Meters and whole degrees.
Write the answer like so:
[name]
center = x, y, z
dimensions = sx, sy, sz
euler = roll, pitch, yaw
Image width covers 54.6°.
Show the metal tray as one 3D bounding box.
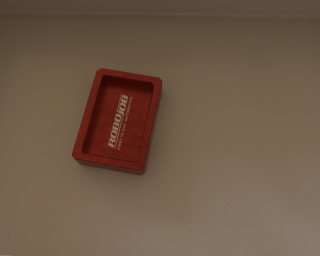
[metal tray]
center = -0.052, -0.010, 0.410
dimensions = 0.090, 0.030, 0.130
euler = 10, 70, 3
